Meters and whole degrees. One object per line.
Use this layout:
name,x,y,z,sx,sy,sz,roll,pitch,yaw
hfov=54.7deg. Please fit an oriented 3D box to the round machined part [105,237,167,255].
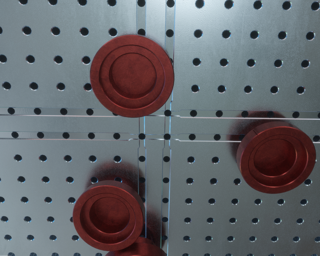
round machined part,-0.038,0.203,0.470,0.099,0.042,0.097,-4,126,-5

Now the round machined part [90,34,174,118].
round machined part,-0.033,-0.065,0.380,0.099,0.042,0.097,0,110,-1

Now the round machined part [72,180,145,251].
round machined part,-0.070,0.120,0.442,0.099,0.042,0.097,1,101,4

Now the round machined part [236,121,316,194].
round machined part,0.153,0.036,0.420,0.099,0.042,0.097,0,110,-1
